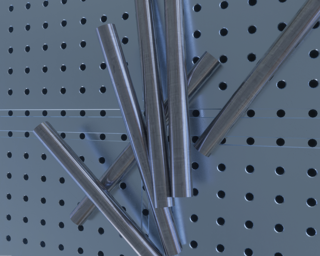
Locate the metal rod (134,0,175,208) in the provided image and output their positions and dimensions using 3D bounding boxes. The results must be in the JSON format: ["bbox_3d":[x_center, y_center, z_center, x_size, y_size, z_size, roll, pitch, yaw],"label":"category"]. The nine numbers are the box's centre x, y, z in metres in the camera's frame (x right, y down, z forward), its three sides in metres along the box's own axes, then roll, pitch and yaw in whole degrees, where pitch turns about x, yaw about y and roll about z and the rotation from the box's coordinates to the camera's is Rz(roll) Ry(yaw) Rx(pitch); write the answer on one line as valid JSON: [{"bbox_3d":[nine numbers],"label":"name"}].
[{"bbox_3d":[-0.010,-0.053,0.394,0.025,0.025,0.299,-10,78,20],"label":"metal rod"}]

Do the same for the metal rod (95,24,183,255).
[{"bbox_3d":[-0.025,0.019,0.394,0.025,0.025,0.299,-15,95,19],"label":"metal rod"}]

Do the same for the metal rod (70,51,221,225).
[{"bbox_3d":[-0.027,0.022,0.422,0.025,0.025,0.299,44,103,15],"label":"metal rod"}]

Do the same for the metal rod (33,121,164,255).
[{"bbox_3d":[-0.064,0.110,0.413,0.025,0.025,0.300,-43,85,15],"label":"metal rod"}]

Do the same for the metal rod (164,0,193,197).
[{"bbox_3d":[0.021,-0.068,0.381,0.025,0.025,0.299,-6,79,20],"label":"metal rod"}]

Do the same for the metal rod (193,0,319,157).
[{"bbox_3d":[0.139,-0.088,0.363,0.025,0.025,0.299,40,102,15],"label":"metal rod"}]
